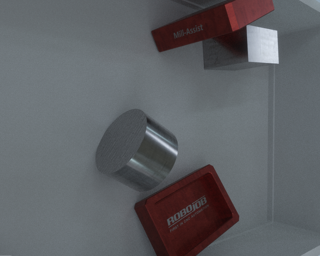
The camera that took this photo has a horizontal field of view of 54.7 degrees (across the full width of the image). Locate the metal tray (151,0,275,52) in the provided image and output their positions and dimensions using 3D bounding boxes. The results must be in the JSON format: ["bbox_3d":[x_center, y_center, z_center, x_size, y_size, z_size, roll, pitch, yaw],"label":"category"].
[{"bbox_3d":[0.063,-0.136,0.393,0.091,0.130,0.030,-35,112,-35],"label":"metal tray"}]

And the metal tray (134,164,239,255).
[{"bbox_3d":[0.040,0.114,0.418,0.131,0.030,0.090,-21,81,-38],"label":"metal tray"}]

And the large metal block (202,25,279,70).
[{"bbox_3d":[0.124,-0.120,0.477,0.081,0.080,0.050,-7,95,-40],"label":"large metal block"}]

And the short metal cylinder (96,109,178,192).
[{"bbox_3d":[-0.027,0.025,0.350,0.050,0.080,0.080,37,67,-34],"label":"short metal cylinder"}]
